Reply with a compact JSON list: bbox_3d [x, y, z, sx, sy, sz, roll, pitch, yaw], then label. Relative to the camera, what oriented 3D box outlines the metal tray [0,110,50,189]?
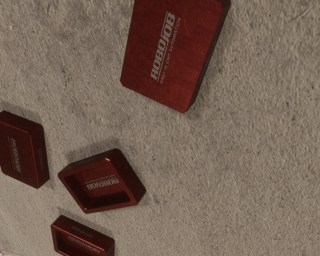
[{"bbox_3d":[-0.250,0.041,0.558,0.090,0.030,0.129,19,126,16],"label":"metal tray"}]

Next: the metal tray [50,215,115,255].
[{"bbox_3d":[-0.157,0.240,0.631,0.130,0.030,0.089,18,126,17],"label":"metal tray"}]

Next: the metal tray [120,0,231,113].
[{"bbox_3d":[0.011,-0.090,0.341,0.090,0.030,0.129,26,127,11],"label":"metal tray"}]

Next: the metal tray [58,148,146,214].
[{"bbox_3d":[-0.098,0.091,0.508,0.130,0.030,0.090,-20,108,35],"label":"metal tray"}]
